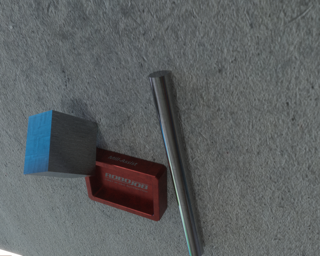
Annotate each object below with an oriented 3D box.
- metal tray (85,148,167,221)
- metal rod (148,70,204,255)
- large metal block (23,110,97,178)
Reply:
[{"bbox_3d":[-0.055,0.087,0.483,0.130,0.030,0.089,12,124,21],"label":"metal tray"},{"bbox_3d":[0.028,0.067,0.431,0.025,0.025,0.298,1,119,27],"label":"metal rod"},{"bbox_3d":[-0.137,0.027,0.437,0.050,0.080,0.080,-11,73,32],"label":"large metal block"}]
